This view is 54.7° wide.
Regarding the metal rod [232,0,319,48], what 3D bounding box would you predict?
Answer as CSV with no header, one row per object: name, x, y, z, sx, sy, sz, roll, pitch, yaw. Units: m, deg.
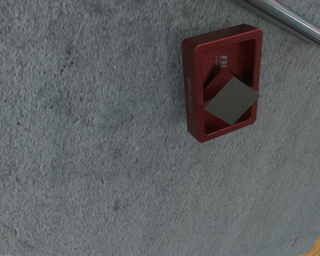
metal rod,0.120,-0.154,0.378,0.302,0.025,0.025,11,113,-33

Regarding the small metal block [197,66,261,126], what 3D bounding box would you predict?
small metal block,0.082,-0.038,0.372,0.050,0.025,0.050,27,116,-31

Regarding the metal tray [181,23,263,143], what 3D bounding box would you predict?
metal tray,0.077,-0.053,0.383,0.091,0.030,0.129,-19,126,-17

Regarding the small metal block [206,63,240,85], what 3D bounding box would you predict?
small metal block,0.084,-0.058,0.419,0.050,0.025,0.050,-32,129,-8
